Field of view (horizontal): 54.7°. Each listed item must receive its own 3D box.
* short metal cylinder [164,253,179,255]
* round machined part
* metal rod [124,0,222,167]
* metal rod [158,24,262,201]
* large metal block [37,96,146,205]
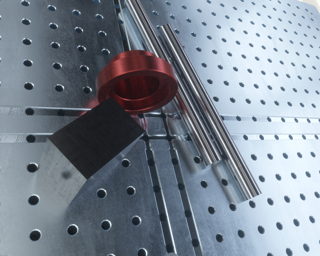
[{"bbox_3d":[0.013,0.164,0.281,0.050,0.080,0.080,36,51,-5],"label":"short metal cylinder"},{"bbox_3d":[-0.029,-0.059,0.383,0.099,0.097,0.042,3,61,-27],"label":"round machined part"},{"bbox_3d":[0.013,-0.080,0.465,0.025,0.025,0.299,-13,68,-34],"label":"metal rod"},{"bbox_3d":[0.068,-0.035,0.467,0.025,0.025,0.299,-12,68,-34],"label":"metal rod"},{"bbox_3d":[-0.072,0.024,0.320,0.050,0.080,0.080,46,51,3],"label":"large metal block"}]
